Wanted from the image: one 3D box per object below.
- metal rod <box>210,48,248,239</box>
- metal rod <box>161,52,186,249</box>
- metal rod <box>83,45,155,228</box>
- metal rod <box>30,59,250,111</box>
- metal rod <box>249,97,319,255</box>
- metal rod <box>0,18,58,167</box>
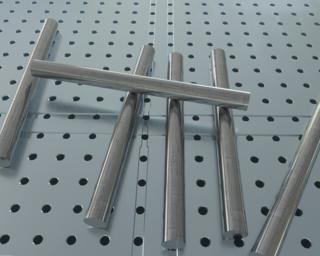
[{"bbox_3d":[0.086,-0.006,0.412,0.025,0.025,0.300,3,50,2],"label":"metal rod"},{"bbox_3d":[0.019,0.002,0.406,0.025,0.025,0.300,2,50,1],"label":"metal rod"},{"bbox_3d":[-0.044,-0.014,0.419,0.025,0.025,0.300,7,50,6],"label":"metal rod"},{"bbox_3d":[-0.032,-0.060,0.424,0.301,0.025,0.025,10,51,8],"label":"metal rod"},{"bbox_3d":[0.180,0.031,0.382,0.025,0.025,0.301,26,55,20],"label":"metal rod"},{"bbox_3d":[-0.196,-0.074,0.469,0.025,0.025,0.300,-1,50,-1],"label":"metal rod"}]
